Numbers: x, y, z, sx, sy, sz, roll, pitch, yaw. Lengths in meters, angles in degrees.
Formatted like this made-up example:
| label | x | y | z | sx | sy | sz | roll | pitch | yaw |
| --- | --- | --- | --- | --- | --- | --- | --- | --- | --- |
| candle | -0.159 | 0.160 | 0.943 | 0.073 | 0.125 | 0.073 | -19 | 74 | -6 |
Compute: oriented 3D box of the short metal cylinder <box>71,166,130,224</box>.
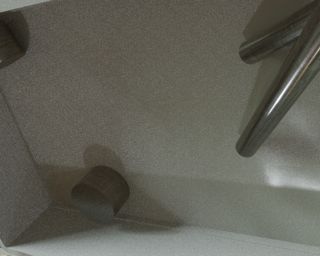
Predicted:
| label | x | y | z | sx | sy | sz | roll | pitch | yaw |
| --- | --- | --- | --- | --- | --- | --- | --- | --- | --- |
| short metal cylinder | -0.097 | 0.109 | 0.509 | 0.080 | 0.050 | 0.079 | 13 | 124 | 20 |

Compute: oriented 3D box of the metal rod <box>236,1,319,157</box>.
| label | x | y | z | sx | sy | sz | roll | pitch | yaw |
| --- | --- | --- | --- | --- | --- | --- | --- | --- | --- |
| metal rod | 0.106 | -0.043 | 0.238 | 0.025 | 0.025 | 0.299 | 26 | 156 | 11 |

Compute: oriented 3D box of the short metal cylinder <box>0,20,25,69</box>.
| label | x | y | z | sx | sy | sz | roll | pitch | yaw |
| --- | --- | --- | --- | --- | --- | --- | --- | --- | --- |
| short metal cylinder | -0.239 | -0.107 | 0.430 | 0.080 | 0.080 | 0.050 | -17 | 110 | 34 |

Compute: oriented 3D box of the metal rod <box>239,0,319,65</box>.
| label | x | y | z | sx | sy | sz | roll | pitch | yaw |
| --- | --- | --- | --- | --- | --- | --- | --- | --- | --- |
| metal rod | 0.134 | -0.085 | 0.173 | 0.025 | 0.025 | 0.299 | 51 | 166 | -8 |
